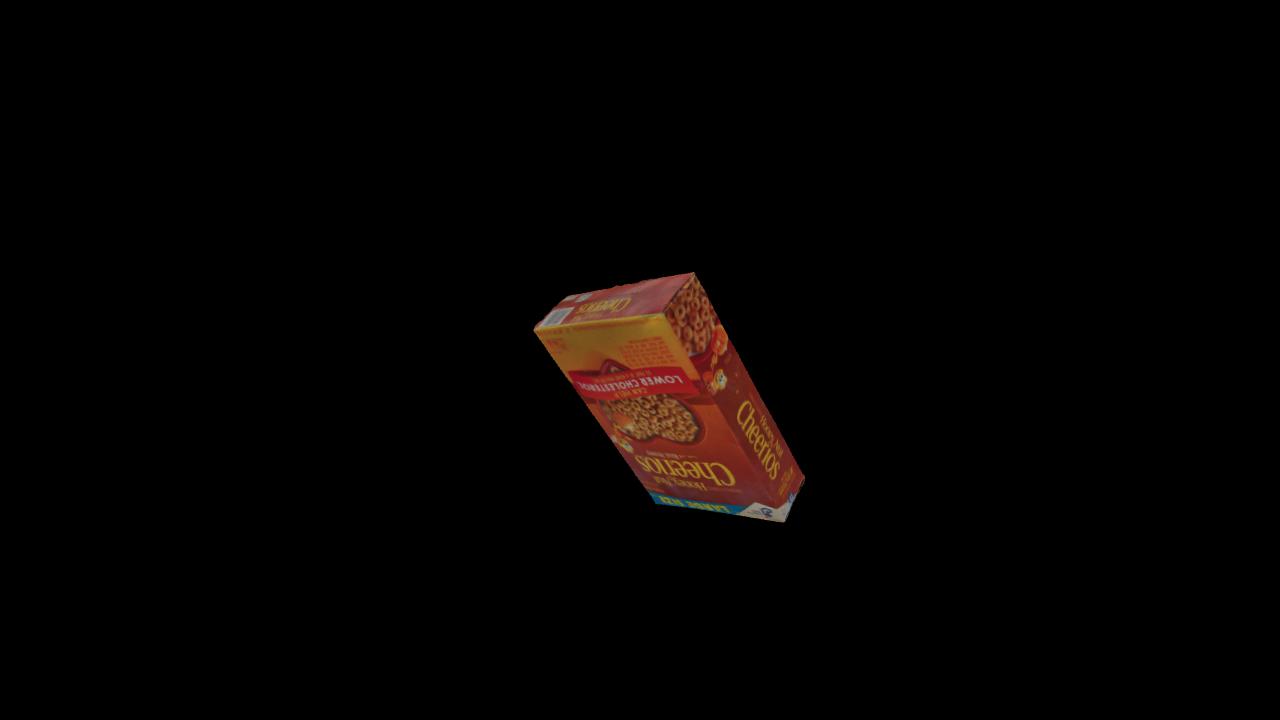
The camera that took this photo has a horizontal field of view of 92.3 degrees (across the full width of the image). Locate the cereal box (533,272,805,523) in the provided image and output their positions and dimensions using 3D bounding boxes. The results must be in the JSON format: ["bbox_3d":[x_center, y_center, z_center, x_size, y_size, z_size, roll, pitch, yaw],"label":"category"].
[{"bbox_3d":[0.037,0.055,0.710,0.203,0.306,0.081,-3,38,44],"label":"cereal box"}]
